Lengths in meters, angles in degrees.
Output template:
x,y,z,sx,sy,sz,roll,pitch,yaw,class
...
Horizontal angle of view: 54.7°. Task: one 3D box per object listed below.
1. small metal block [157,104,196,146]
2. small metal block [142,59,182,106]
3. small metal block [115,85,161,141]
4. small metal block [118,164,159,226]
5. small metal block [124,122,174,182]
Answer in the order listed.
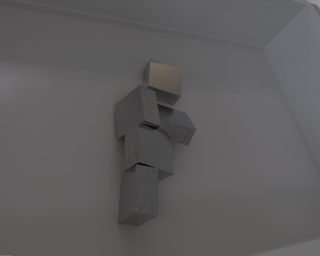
x,y,z,sx,sy,sz,roll,pitch,yaw,class
0.013,-0.006,0.401,0.050,0.025,0.050,17,22,-19,small metal block
0.003,-0.066,0.447,0.050,0.025,0.050,16,55,-19,small metal block
-0.028,-0.016,0.380,0.025,0.050,0.050,19,50,-41,small metal block
-0.024,0.073,0.332,0.025,0.050,0.050,14,57,-21,small metal block
-0.013,0.028,0.355,0.050,0.025,0.050,24,47,-35,small metal block
